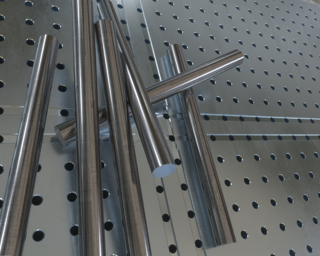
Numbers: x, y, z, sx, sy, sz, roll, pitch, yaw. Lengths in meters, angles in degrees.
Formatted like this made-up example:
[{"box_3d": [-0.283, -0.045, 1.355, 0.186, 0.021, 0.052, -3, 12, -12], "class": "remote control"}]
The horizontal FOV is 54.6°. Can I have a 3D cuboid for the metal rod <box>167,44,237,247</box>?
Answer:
[{"box_3d": [0.050, 0.006, 0.430, 0.025, 0.025, 0.299, 3, 61, -27], "class": "metal rod"}]

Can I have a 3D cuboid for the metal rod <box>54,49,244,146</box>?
[{"box_3d": [0.006, -0.051, 0.417, 0.302, 0.025, 0.025, -27, 77, -29], "class": "metal rod"}]

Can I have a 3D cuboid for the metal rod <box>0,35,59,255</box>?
[{"box_3d": [-0.137, 0.019, 0.322, 0.025, 0.025, 0.299, 11, 57, -22], "class": "metal rod"}]

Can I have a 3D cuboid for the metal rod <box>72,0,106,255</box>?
[{"box_3d": [-0.078, -0.008, 0.334, 0.025, 0.025, 0.299, 2, 72, -27], "class": "metal rod"}]

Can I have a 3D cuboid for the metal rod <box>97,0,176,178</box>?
[{"box_3d": [-0.040, -0.072, 0.391, 0.025, 0.025, 0.299, 1, 49, -28], "class": "metal rod"}]

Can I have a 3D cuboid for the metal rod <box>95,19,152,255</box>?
[{"box_3d": [-0.042, 0.016, 0.342, 0.025, 0.025, 0.299, -2, 73, -29], "class": "metal rod"}]
